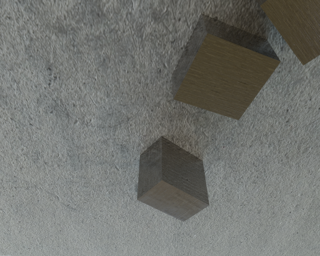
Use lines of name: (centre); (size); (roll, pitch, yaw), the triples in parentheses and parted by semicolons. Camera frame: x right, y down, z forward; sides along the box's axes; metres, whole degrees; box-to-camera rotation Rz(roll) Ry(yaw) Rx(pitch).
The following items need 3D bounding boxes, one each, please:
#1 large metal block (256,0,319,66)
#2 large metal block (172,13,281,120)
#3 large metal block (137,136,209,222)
large metal block: (0.144, -0.121, 0.289); (0.080, 0.050, 0.080); (-36, 122, 26)
large metal block: (0.066, -0.064, 0.337); (0.081, 0.050, 0.079); (17, 128, -14)
large metal block: (0.018, 0.071, 0.431); (0.080, 0.080, 0.050); (32, 123, -24)
